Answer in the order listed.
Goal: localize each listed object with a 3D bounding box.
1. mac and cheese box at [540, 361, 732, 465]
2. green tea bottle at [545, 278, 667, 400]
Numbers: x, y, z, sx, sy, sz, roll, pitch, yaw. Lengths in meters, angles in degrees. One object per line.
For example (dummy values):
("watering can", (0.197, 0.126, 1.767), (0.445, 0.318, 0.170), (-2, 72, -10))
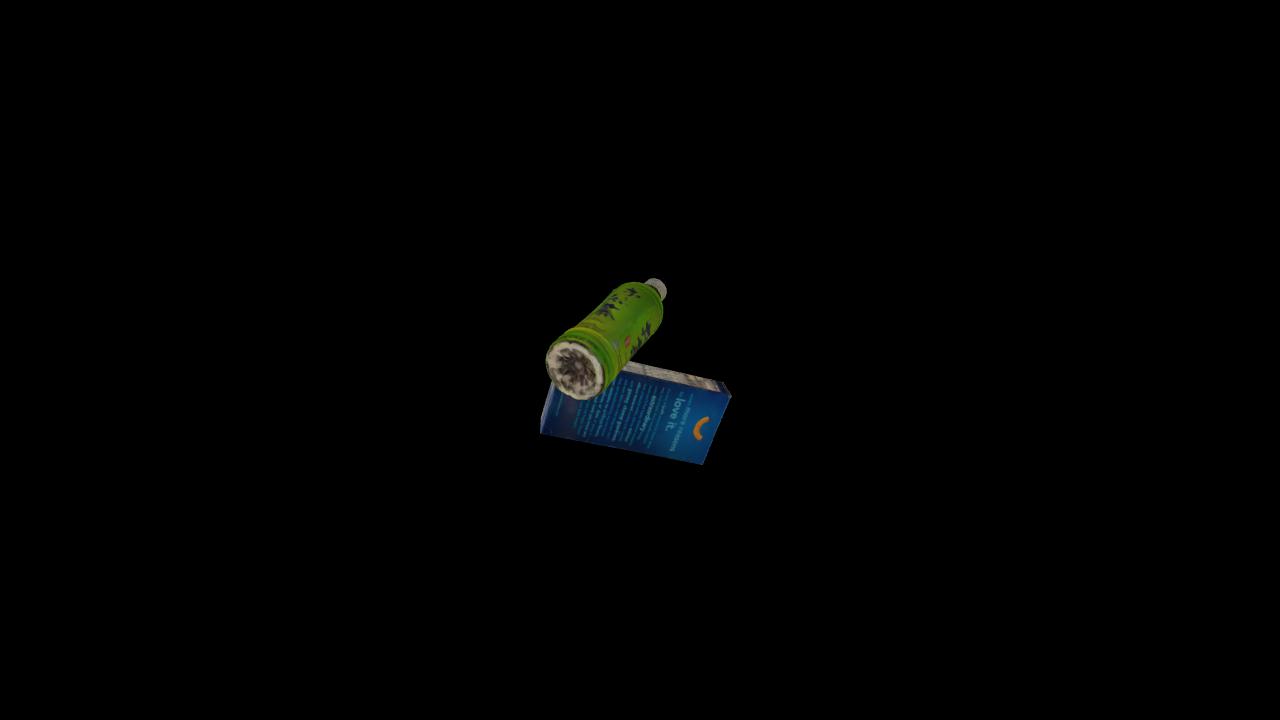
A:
("mac and cheese box", (-0.006, 0.050, 0.658), (0.184, 0.093, 0.041), (13, 21, -14))
("green tea bottle", (-0.023, -0.037, 0.674), (0.073, 0.073, 0.212), (0, 29, 25))
